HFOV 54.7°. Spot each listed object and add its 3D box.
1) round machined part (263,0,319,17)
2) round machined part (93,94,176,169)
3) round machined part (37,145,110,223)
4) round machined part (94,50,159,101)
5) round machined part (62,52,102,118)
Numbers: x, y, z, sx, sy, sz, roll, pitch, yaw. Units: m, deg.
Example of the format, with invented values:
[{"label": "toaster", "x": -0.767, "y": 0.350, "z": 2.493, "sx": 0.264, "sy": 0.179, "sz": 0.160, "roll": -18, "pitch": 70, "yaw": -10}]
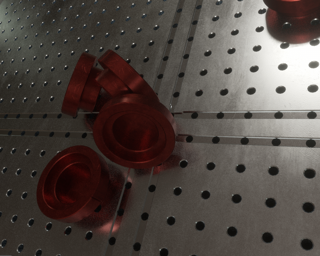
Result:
[{"label": "round machined part", "x": 0.188, "y": -0.189, "z": 0.415, "sx": 0.098, "sy": 0.042, "sz": 0.098, "roll": -13, "pitch": 56, "yaw": 20}, {"label": "round machined part", "x": -0.029, "y": 0.000, "z": 0.381, "sx": 0.098, "sy": 0.098, "sz": 0.042, "roll": -17, "pitch": 31, "yaw": 18}, {"label": "round machined part", "x": -0.108, "y": 0.075, "z": 0.406, "sx": 0.098, "sy": 0.042, "sz": 0.098, "roll": -13, "pitch": 56, "yaw": 20}, {"label": "round machined part", "x": -0.050, "y": -0.056, "z": 0.420, "sx": 0.042, "sy": 0.098, "sz": 0.098, "roll": -45, "pitch": 51, "yaw": -3}, {"label": "round machined part", "x": -0.111, "y": -0.061, "z": 0.469, "sx": 0.042, "sy": 0.098, "sz": 0.098, "roll": 20, "pitch": 65, "yaw": -12}]
